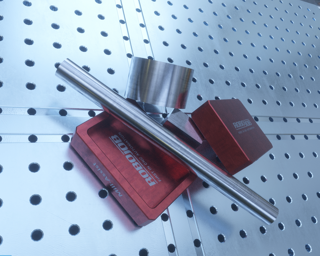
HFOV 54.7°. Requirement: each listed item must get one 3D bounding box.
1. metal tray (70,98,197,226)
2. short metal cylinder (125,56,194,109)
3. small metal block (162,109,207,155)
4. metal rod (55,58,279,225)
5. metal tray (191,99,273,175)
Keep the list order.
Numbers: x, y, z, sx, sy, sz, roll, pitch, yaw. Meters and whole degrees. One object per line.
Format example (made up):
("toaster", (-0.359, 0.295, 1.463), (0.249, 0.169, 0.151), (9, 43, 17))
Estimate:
("metal tray", (-0.028, 0.035, 0.363), (0.130, 0.030, 0.091), (49, 51, 6))
("short metal cylinder", (-0.001, -0.058, 0.395), (0.081, 0.080, 0.050), (8, 100, -24))
("small metal block", (0.024, 0.008, 0.394), (0.050, 0.050, 0.025), (35, 51, -5))
("metal rod", (0.012, 0.019, 0.360), (0.301, 0.025, 0.025), (36, 51, -5))
("metal tray", (0.102, 0.005, 0.419), (0.090, 0.030, 0.131), (57, 28, 13))
